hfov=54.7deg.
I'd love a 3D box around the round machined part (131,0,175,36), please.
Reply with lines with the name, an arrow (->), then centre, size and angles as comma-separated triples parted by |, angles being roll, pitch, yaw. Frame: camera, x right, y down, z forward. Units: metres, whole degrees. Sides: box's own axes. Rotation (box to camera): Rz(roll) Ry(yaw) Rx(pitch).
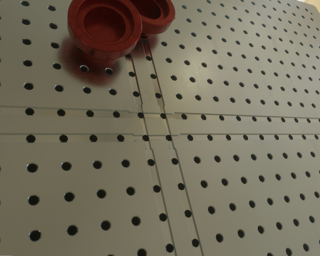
round machined part -> -0.028, -0.187, 0.498 | 0.099, 0.042, 0.098 | 14, 56, -21

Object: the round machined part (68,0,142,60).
round machined part -> -0.078, -0.139, 0.431 | 0.099, 0.042, 0.098 | 5, 72, -17
